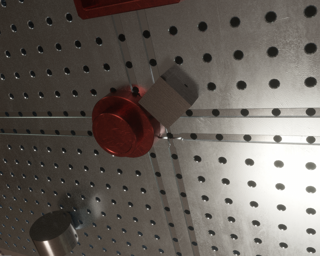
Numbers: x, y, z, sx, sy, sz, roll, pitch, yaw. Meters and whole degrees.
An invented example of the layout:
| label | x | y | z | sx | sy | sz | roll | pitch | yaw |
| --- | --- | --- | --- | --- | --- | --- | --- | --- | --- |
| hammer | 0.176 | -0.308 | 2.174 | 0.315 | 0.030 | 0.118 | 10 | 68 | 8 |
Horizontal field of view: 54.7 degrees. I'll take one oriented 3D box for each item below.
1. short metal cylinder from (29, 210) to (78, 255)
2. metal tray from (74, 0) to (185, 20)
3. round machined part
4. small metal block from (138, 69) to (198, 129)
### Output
| label | x | y | z | sx | sy | sz | roll | pitch | yaw |
| --- | --- | --- | --- | --- | --- | --- | --- | --- | --- |
| short metal cylinder | -0.209 | 0.210 | 0.613 | 0.080 | 0.080 | 0.050 | 5 | 121 | 25 |
| metal tray | -0.039 | -0.169 | 0.321 | 0.130 | 0.030 | 0.089 | 1 | 119 | 27 |
| round machined part | -0.053 | 0.001 | 0.427 | 0.098 | 0.042 | 0.097 | 13 | 124 | 20 |
| small metal block | 0.010 | -0.035 | 0.383 | 0.050 | 0.025 | 0.050 | 43 | 129 | -2 |
